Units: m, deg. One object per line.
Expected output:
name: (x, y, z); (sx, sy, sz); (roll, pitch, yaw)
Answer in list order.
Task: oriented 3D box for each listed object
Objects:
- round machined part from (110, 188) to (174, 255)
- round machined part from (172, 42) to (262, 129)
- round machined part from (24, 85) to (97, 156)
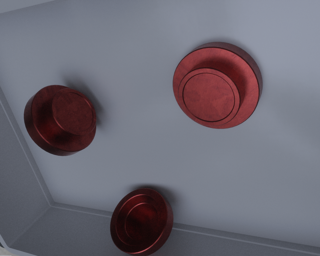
round machined part: (-0.023, 0.146, 0.473); (0.098, 0.098, 0.042); (-4, 145, 30)
round machined part: (0.059, -0.041, 0.341); (0.098, 0.042, 0.097); (13, 124, 21)
round machined part: (-0.126, -0.015, 0.419); (0.042, 0.098, 0.098); (-26, 105, 37)
